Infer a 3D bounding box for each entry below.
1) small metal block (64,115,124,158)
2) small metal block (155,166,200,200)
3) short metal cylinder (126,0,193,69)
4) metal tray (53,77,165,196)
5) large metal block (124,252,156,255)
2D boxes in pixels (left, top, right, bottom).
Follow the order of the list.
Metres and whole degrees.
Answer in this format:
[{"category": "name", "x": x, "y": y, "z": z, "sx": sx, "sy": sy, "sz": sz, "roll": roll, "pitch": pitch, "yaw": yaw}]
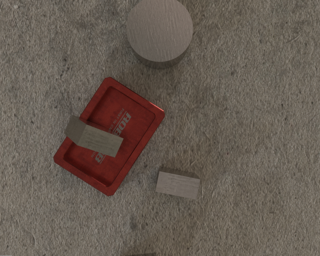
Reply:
[{"category": "small metal block", "x": -0.080, "y": 0.009, "z": 0.374, "sx": 0.050, "sy": 0.050, "sz": 0.025, "roll": 24, "pitch": 90, "yaw": -37}, {"category": "small metal block", "x": 0.022, "y": 0.069, "z": 0.398, "sx": 0.050, "sy": 0.050, "sz": 0.025, "roll": 11, "pitch": 90, "yaw": 0}, {"category": "short metal cylinder", "x": 0.000, "y": -0.120, "z": 0.397, "sx": 0.081, "sy": 0.050, "sz": 0.079, "roll": 0, "pitch": 90, "yaw": 0}, {"category": "metal tray", "x": -0.064, "y": 0.011, "z": 0.406, "sx": 0.090, "sy": 0.030, "sz": 0.130, "roll": 33, "pitch": 90, "yaw": 0}, {"category": "large metal block", "x": -0.026, "y": 0.212, "z": 0.382, "sx": 0.050, "sy": 0.080, "sz": 0.080, "roll": -6, "pitch": 90, "yaw": 0}]
